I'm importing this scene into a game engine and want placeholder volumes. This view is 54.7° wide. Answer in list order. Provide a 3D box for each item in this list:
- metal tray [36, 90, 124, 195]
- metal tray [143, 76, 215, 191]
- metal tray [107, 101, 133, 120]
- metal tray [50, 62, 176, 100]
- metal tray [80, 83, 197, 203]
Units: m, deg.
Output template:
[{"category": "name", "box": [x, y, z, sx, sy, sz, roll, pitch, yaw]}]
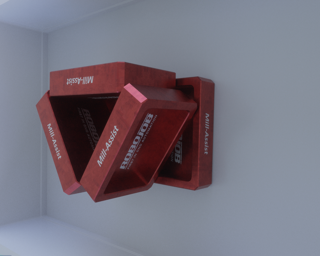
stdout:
[{"category": "metal tray", "box": [-0.096, 0.015, 0.402, 0.030, 0.091, 0.130, -39, 67, 34]}, {"category": "metal tray", "box": [0.020, 0.005, 0.386, 0.090, 0.030, 0.129, 2, 90, 40]}, {"category": "metal tray", "box": [-0.050, 0.003, 0.445, 0.090, 0.030, 0.129, 1, 90, 40]}, {"category": "metal tray", "box": [-0.058, -0.052, 0.370, 0.130, 0.091, 0.030, 3, 92, 40]}, {"category": "metal tray", "box": [-0.023, 0.018, 0.341, 0.030, 0.091, 0.129, 43, 116, 32]}]
